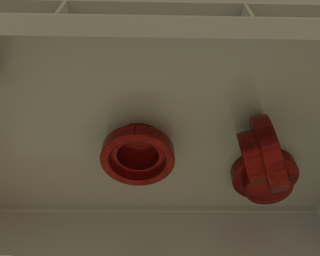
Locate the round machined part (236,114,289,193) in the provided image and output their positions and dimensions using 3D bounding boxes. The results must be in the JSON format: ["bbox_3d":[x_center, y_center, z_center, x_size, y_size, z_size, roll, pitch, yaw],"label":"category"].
[{"bbox_3d":[0.126,0.034,0.391,0.042,0.098,0.098,-16,129,13],"label":"round machined part"}]

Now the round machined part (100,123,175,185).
[{"bbox_3d":[-0.030,0.032,0.424,0.099,0.042,0.097,0,130,0],"label":"round machined part"}]

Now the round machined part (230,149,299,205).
[{"bbox_3d":[0.159,0.078,0.466,0.099,0.042,0.097,0,130,0],"label":"round machined part"}]

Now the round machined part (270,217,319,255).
[{"bbox_3d":[0.254,0.201,0.574,0.099,0.042,0.097,0,130,0],"label":"round machined part"}]
